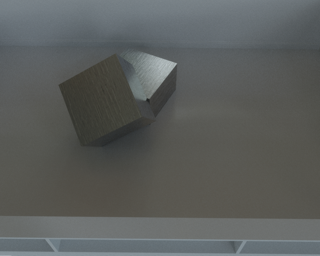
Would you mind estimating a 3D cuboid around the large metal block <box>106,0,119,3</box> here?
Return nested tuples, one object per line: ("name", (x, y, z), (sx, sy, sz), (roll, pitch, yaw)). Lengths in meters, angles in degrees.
("large metal block", (-0.116, -0.315, 0.635), (0.080, 0.080, 0.050), (20, 53, 15))

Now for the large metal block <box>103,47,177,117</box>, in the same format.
("large metal block", (-0.030, -0.062, 0.440), (0.080, 0.050, 0.080), (22, 53, 17))

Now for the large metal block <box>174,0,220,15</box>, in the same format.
("large metal block", (0.073, -0.272, 0.601), (0.081, 0.080, 0.050), (-7, 51, -6))

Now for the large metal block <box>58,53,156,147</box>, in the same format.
("large metal block", (-0.062, -0.030, 0.374), (0.080, 0.050, 0.080), (-25, 79, 13))
